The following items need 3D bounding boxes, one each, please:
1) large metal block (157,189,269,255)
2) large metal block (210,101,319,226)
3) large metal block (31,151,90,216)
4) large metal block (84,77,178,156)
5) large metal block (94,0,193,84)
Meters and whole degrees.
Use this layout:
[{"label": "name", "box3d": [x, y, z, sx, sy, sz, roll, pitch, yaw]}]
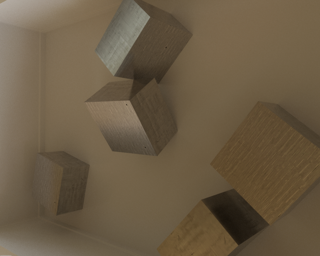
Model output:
[{"label": "large metal block", "box3d": [0.057, 0.112, 0.322, 0.050, 0.081, 0.080, 50, 119, 28]}, {"label": "large metal block", "box3d": [0.110, 0.031, 0.299, 0.080, 0.050, 0.080, 47, 118, 29]}, {"label": "large metal block", "box3d": [-0.171, 0.091, 0.528, 0.080, 0.050, 0.079, 18, 102, 38]}, {"label": "large metal block", "box3d": [-0.036, -0.014, 0.393, 0.080, 0.050, 0.080, 2, 128, 39]}, {"label": "large metal block", "box3d": [-0.020, -0.106, 0.385, 0.080, 0.081, 0.050, -52, 59, 27]}]
